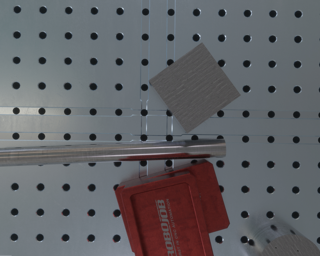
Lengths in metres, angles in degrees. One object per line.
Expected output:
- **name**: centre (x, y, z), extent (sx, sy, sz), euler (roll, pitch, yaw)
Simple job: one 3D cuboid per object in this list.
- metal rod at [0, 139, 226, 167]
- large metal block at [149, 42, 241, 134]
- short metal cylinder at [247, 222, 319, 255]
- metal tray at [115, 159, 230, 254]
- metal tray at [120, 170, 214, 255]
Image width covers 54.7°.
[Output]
- **metal rod**: centre (-0.065, 0.033, 0.412), extent (0.302, 0.025, 0.025), euler (-2, 90, 0)
- **large metal block**: centre (0.042, -0.049, 0.401), extent (0.080, 0.050, 0.080), euler (-36, 90, 0)
- **short metal cylinder**: centre (0.160, 0.169, 0.402), extent (0.081, 0.050, 0.079), euler (0, 90, 0)
- **metal tray**: centre (0.016, 0.102, 0.411), extent (0.131, 0.030, 0.090), euler (-16, 90, 0)
- **metal tray**: centre (0.011, 0.125, 0.380), extent (0.091, 0.030, 0.129), euler (-13, 90, 0)
